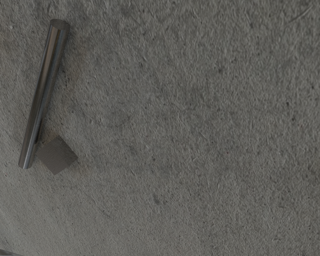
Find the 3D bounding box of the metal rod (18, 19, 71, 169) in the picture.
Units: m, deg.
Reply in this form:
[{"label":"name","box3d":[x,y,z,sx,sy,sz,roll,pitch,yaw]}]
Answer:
[{"label":"metal rod","box3d":[-0.188,-0.032,0.483,0.025,0.025,0.298,36,129,4]}]

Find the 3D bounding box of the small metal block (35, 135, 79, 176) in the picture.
[{"label":"small metal block","box3d":[-0.175,0.047,0.526,0.050,0.025,0.050,-31,102,37]}]
